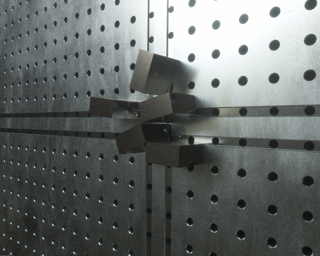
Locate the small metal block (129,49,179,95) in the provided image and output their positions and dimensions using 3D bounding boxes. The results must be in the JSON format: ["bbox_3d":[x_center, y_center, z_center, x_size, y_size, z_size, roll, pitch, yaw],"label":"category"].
[{"bbox_3d":[-0.007,-0.070,0.400,0.025,0.050,0.050,27,107,37],"label":"small metal block"}]

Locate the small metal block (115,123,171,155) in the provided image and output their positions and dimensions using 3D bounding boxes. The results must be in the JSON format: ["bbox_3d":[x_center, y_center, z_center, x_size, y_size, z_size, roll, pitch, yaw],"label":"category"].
[{"bbox_3d":[-0.023,0.014,0.413,0.050,0.050,0.025,-27,73,37],"label":"small metal block"}]

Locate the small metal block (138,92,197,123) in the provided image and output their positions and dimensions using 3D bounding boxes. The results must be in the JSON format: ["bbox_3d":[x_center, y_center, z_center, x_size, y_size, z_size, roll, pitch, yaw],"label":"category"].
[{"bbox_3d":[0.010,-0.024,0.386,0.050,0.050,0.025,-15,80,39],"label":"small metal block"}]

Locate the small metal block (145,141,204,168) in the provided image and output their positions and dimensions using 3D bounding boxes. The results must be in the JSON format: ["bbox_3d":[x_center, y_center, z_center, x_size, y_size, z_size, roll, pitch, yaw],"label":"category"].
[{"bbox_3d":[0.018,0.030,0.379,0.050,0.050,0.025,4,93,40],"label":"small metal block"}]

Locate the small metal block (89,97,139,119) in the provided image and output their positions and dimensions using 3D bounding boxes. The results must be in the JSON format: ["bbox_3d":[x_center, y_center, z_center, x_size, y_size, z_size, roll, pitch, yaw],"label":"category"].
[{"bbox_3d":[-0.066,-0.029,0.449,0.050,0.050,0.025,12,98,39],"label":"small metal block"}]
